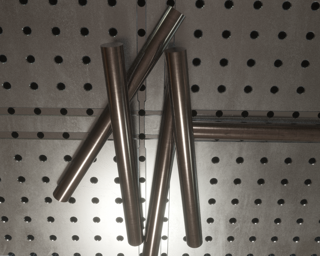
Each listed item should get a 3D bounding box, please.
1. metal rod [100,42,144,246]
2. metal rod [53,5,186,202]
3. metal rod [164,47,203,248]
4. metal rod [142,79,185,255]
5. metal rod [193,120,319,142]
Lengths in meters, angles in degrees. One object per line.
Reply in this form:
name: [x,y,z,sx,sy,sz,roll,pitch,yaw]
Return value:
metal rod: [-0.045,0.040,0.409,0.025,0.025,0.298,-3,117,1]
metal rod: [-0.061,-0.019,0.405,0.025,0.025,0.299,31,107,-11]
metal rod: [0.035,0.044,0.413,0.025,0.025,0.298,-7,117,2]
metal rod: [0.004,0.063,0.436,0.025,0.025,0.298,7,110,-3]
metal rod: [0.192,0.006,0.418,0.302,0.025,0.025,2,110,-1]
